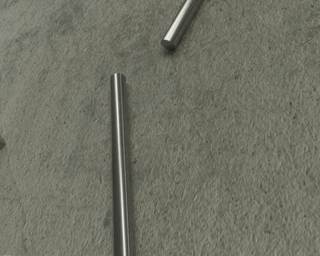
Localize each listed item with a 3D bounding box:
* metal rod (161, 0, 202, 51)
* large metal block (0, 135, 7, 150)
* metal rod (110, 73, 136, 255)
[{"bbox_3d":[0.079,-0.254,0.516,0.025,0.025,0.300,16,70,34],"label":"metal rod"},{"bbox_3d":[-0.327,0.010,0.531,0.080,0.080,0.050,34,81,38],"label":"large metal block"},{"bbox_3d":[-0.050,0.047,0.399,0.025,0.025,0.299,-19,54,17],"label":"metal rod"}]
